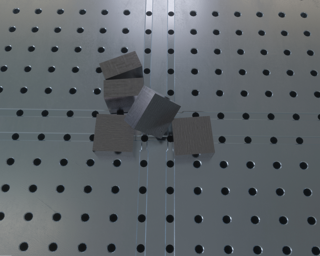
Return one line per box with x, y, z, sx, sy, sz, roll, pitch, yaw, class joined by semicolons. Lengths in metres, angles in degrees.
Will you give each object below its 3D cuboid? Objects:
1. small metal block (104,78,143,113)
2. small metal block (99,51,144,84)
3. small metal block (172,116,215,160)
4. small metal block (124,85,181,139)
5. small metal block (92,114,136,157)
-0.046;-0.043;0.414;0.050;0.050;0.025;-4;70;-2;small metal block
-0.051;-0.074;0.425;0.050;0.050;0.025;-22;72;-8;small metal block
0.042;0.013;0.407;0.050;0.025;0.050;-4;70;-2;small metal block
-0.009;-0.019;0.392;0.025;0.050;0.050;40;102;43;small metal block
-0.058;0.010;0.408;0.050;0.025;0.050;2;70;1;small metal block
